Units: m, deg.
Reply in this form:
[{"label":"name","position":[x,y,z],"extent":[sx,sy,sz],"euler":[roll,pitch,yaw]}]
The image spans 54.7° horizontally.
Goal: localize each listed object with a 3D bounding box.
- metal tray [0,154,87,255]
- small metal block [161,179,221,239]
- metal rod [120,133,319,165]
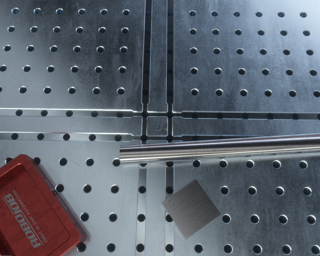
[{"label":"metal tray","position":[-0.162,0.108,0.368],"extent":[0.090,0.030,0.130],"euler":[-37,74,-13]},{"label":"small metal block","position":[0.037,0.099,0.376],"extent":[0.050,0.025,0.050],"euler":[-32,73,-11]},{"label":"metal rod","position":[0.100,0.026,0.402],"extent":[0.302,0.025,0.025],"euler":[-3,70,-2]}]
